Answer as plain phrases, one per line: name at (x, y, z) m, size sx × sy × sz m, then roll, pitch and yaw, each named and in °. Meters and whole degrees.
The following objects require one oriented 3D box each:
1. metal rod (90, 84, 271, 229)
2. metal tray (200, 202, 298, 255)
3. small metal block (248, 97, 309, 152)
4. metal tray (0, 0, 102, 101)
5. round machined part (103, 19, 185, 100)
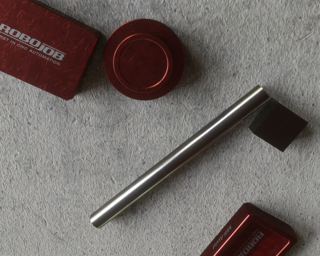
metal rod at (0.019, 0.046, 0.427) m, size 0.300 × 0.025 × 0.025 m, roll -39°, pitch 106°, yaw 12°
metal tray at (0.133, 0.188, 0.478) m, size 0.090 × 0.030 × 0.129 m, roll 30°, pitch 107°, yaw -11°
small metal block at (0.156, -0.004, 0.411) m, size 0.050 × 0.025 × 0.050 m, roll 31°, pitch 107°, yaw -11°
metal tray at (-0.148, -0.100, 0.368) m, size 0.131 × 0.030 × 0.089 m, roll 25°, pitch 108°, yaw -9°
round machined part at (-0.019, -0.080, 0.371) m, size 0.099 × 0.042 × 0.097 m, roll 0°, pitch 110°, yaw -1°
